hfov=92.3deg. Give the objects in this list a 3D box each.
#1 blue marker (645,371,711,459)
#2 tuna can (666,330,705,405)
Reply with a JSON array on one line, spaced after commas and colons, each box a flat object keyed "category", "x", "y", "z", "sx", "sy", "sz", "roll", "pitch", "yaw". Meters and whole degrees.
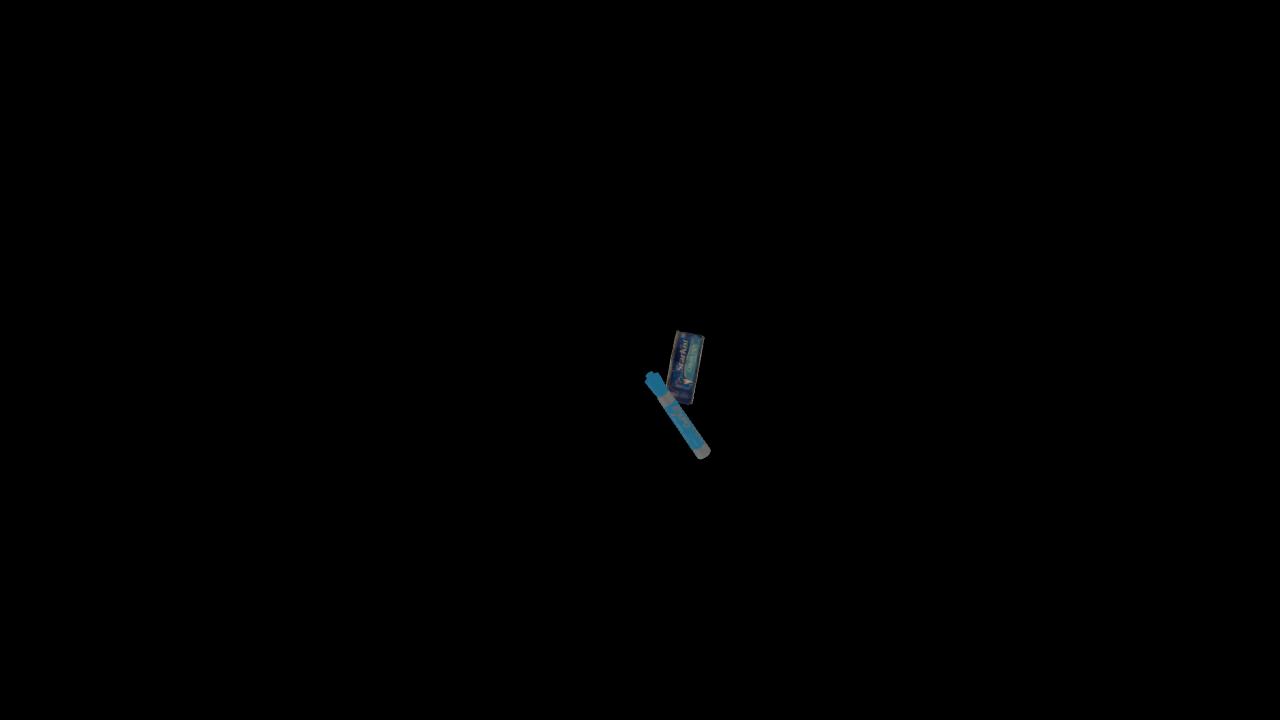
[{"category": "blue marker", "x": 0.042, "y": 0.062, "z": 0.697, "sx": 0.020, "sy": 0.121, "sz": 0.020, "roll": -31, "pitch": 18, "yaw": 11}, {"category": "tuna can", "x": 0.052, "y": 0.009, "z": 0.716, "sx": 0.034, "sy": 0.084, "sz": 0.084, "roll": 11, "pitch": 1, "yaw": 5}]
